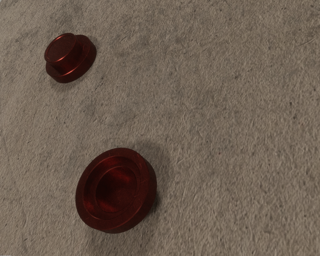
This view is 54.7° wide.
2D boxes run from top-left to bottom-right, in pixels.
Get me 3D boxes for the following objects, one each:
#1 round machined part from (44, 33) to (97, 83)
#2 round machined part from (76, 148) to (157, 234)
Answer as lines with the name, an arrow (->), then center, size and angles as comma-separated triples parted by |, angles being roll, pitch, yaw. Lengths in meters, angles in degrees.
round machined part -> -0.168, -0.133, 0.560 | 0.098, 0.042, 0.098 | -13, 56, 20
round machined part -> -0.048, 0.076, 0.370 | 0.098, 0.042, 0.098 | -13, 56, 20
